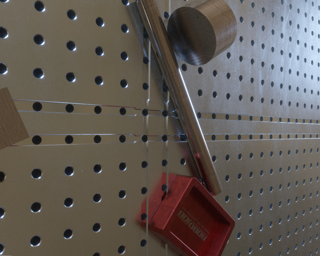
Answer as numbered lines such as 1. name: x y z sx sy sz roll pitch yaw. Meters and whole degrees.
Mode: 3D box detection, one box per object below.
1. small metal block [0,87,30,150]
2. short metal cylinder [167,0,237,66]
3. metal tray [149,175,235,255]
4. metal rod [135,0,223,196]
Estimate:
1. small metal block: -0.156 -0.004 0.279 0.050 0.025 0.050 -29 109 -36
2. short metal cylinder: 0.057 -0.132 0.423 0.050 0.080 0.080 -38 114 -33
3. metal tray: 0.052 0.141 0.451 0.130 0.030 0.090 49 61 -29
4. metal rod: 0.033 -0.034 0.438 0.025 0.025 0.298 -34 112 -35
